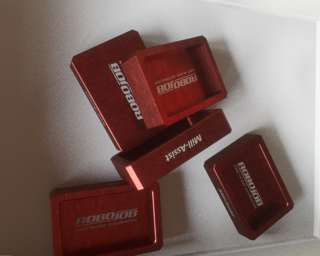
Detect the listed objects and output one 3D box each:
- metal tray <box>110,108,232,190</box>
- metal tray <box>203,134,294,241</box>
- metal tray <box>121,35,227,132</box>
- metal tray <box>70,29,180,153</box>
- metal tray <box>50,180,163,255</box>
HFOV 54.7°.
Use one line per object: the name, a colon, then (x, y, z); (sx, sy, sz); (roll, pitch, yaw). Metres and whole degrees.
metal tray: (0.011, 0.021, 0.379); (0.131, 0.090, 0.030); (-31, 101, -17)
metal tray: (0.132, 0.085, 0.456); (0.091, 0.030, 0.130); (-31, 100, -17)
metal tray: (0.024, -0.060, 0.388); (0.131, 0.030, 0.090); (-26, 96, -41)
metal tray: (-0.042, -0.045, 0.392); (0.091, 0.030, 0.130); (-31, 100, -17)
metal tray: (-0.065, 0.114, 0.384); (0.131, 0.030, 0.089); (-4, 92, -20)
